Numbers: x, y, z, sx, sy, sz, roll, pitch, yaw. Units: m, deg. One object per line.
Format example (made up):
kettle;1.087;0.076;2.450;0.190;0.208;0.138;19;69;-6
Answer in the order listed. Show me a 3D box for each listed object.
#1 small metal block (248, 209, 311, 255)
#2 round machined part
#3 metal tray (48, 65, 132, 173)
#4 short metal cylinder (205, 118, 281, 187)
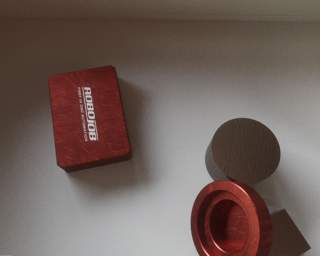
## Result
small metal block;0.136;0.131;0.364;0.050;0.025;0.050;-27;73;-10
round machined part;0.083;0.108;0.343;0.042;0.098;0.098;11;65;-36
metal tray;-0.093;-0.014;0.411;0.091;0.030;0.129;-11;70;-5
short metal cylinder;0.100;0.034;0.384;0.081;0.050;0.080;1;68;-1
